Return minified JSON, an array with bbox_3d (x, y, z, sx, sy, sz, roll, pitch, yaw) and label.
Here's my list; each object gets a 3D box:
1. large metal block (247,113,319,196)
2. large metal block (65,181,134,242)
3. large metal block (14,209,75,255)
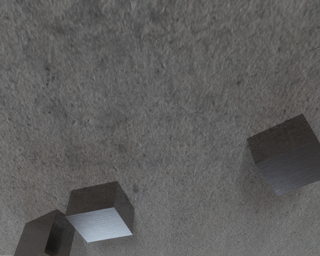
[{"bbox_3d":[0.179,0.039,0.427,0.080,0.050,0.080,-28,125,21],"label":"large metal block"},{"bbox_3d":[-0.095,0.139,0.508,0.080,0.050,0.080,-13,129,10],"label":"large metal block"},{"bbox_3d":[-0.200,0.200,0.539,0.080,0.080,0.050,-27,125,21],"label":"large metal block"}]
